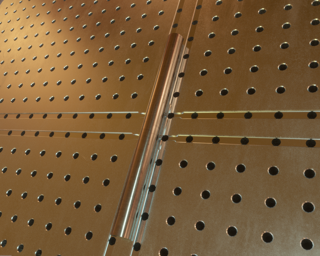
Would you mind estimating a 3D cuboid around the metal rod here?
[{"bbox_3d":[-0.010,-0.007,0.416,0.025,0.025,0.300,1,62,28],"label":"metal rod"}]
